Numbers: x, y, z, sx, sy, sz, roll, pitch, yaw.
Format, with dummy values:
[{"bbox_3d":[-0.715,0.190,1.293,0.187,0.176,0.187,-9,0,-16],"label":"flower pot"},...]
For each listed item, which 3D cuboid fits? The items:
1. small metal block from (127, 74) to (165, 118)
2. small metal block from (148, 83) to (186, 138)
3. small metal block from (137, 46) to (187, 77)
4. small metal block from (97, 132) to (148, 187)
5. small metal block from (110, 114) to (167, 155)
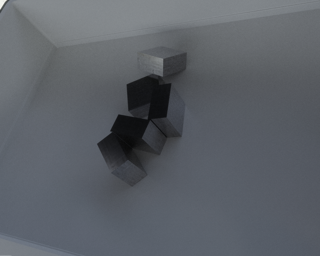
[{"bbox_3d":[-0.018,-0.046,0.444,0.050,0.025,0.050,-19,54,17],"label":"small metal block"},{"bbox_3d":[0.010,-0.021,0.398,0.025,0.050,0.050,-6,59,25],"label":"small metal block"},{"bbox_3d":[0.003,-0.097,0.448,0.050,0.025,0.050,24,36,36],"label":"small metal block"},{"bbox_3d":[-0.047,0.040,0.390,0.025,0.050,0.050,-38,51,3],"label":"small metal block"},{"bbox_3d":[-0.027,0.009,0.398,0.050,0.050,0.025,11,68,33],"label":"small metal block"}]
